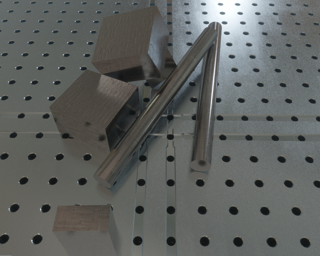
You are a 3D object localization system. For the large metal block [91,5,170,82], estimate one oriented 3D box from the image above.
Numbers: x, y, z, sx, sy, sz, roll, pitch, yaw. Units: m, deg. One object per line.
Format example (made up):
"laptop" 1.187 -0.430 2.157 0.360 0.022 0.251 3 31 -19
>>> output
"large metal block" -0.037 -0.111 0.422 0.080 0.050 0.080 -4 62 22

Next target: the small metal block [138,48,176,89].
"small metal block" -0.006 -0.094 0.460 0.050 0.050 0.025 -35 55 3

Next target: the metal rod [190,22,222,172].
"metal rod" 0.074 -0.068 0.464 0.025 0.025 0.300 8 50 6

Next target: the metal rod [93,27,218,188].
"metal rod" 0.008 -0.046 0.430 0.025 0.025 0.301 24 59 18

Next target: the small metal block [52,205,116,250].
"small metal block" -0.072 0.099 0.307 0.050 0.050 0.025 -1 50 -1

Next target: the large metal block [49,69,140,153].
"large metal block" -0.082 -0.024 0.411 0.080 0.050 0.080 20 53 16
